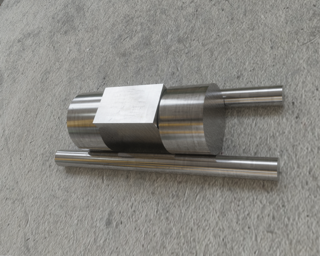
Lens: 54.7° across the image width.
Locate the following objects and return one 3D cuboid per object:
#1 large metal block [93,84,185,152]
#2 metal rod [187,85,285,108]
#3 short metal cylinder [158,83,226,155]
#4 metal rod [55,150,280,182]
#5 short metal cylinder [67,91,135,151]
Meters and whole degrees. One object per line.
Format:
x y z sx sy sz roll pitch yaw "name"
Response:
-0.020 -0.009 0.383 0.080 0.080 0.050 0 62 28 "large metal block"
0.008 -0.036 0.424 0.300 0.025 0.025 0 62 28 "metal rod"
0.039 -0.010 0.355 0.050 0.080 0.080 -1 61 28 "short metal cylinder"
-0.012 0.043 0.386 0.300 0.025 0.025 0 62 28 "metal rod"
-0.077 -0.009 0.416 0.050 0.080 0.080 -1 61 28 "short metal cylinder"
